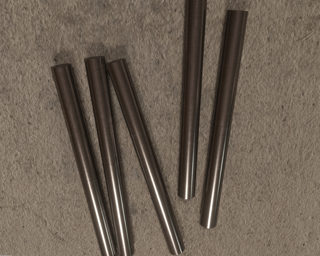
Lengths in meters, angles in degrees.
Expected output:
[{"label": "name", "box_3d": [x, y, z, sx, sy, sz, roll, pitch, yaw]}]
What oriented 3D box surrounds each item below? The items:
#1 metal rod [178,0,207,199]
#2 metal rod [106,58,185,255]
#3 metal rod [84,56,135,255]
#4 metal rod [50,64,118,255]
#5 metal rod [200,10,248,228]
[{"label": "metal rod", "box_3d": [0.040, -0.044, 0.394, 0.025, 0.025, 0.298, 1, 110, -1]}, {"label": "metal rod", "box_3d": [-0.014, 0.053, 0.429, 0.025, 0.025, 0.298, -15, 110, 5]}, {"label": "metal rod", "box_3d": [-0.066, 0.053, 0.428, 0.025, 0.025, 0.298, -5, 110, 1]}, {"label": "metal rod", "box_3d": [-0.099, 0.061, 0.431, 0.025, 0.025, 0.298, -8, 110, 2]}, {"label": "metal rod", "box_3d": [0.081, 0.003, 0.411, 0.025, 0.025, 0.298, 3, 110, -2]}]
